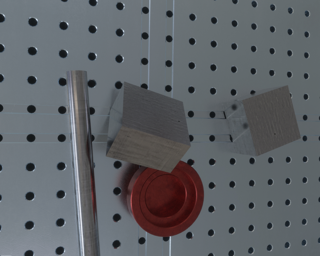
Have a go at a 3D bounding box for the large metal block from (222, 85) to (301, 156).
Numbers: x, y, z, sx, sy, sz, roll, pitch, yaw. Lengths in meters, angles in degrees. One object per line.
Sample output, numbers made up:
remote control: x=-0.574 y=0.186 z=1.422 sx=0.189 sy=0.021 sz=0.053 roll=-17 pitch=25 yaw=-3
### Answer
large metal block: x=0.148 y=-0.011 z=0.454 sx=0.081 sy=0.050 sz=0.080 roll=-18 pitch=96 yaw=-19

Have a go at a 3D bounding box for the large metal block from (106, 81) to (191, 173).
large metal block: x=-0.015 y=-0.001 z=0.372 sx=0.081 sy=0.080 sz=0.050 roll=17 pitch=129 yaw=-19

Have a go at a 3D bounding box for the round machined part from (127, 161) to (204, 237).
round machined part: x=0.004 y=0.087 z=0.406 sx=0.099 sy=0.042 sz=0.097 roll=0 pitch=90 yaw=-20

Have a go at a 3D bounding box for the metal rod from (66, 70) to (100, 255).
metal rod: x=-0.091 y=0.081 z=0.379 sx=0.025 sy=0.025 sz=0.298 roll=-4 pitch=92 yaw=-20
